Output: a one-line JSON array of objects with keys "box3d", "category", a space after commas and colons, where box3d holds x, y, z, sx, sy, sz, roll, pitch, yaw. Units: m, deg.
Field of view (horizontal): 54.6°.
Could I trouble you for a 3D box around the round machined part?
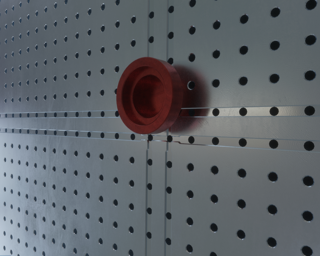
[{"box3d": [-0.009, -0.041, 0.407, 0.098, 0.042, 0.097, 0, 90, 40], "category": "round machined part"}]
